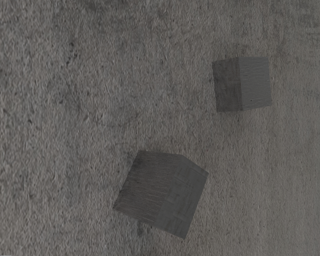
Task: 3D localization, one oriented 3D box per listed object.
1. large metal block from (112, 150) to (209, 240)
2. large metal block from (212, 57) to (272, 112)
[{"bbox_3d":[0.000,0.076,0.369,0.050,0.080,0.080,36,68,-34],"label":"large metal block"},{"bbox_3d":[0.133,-0.071,0.500,0.081,0.050,0.079,-11,97,-39],"label":"large metal block"}]
